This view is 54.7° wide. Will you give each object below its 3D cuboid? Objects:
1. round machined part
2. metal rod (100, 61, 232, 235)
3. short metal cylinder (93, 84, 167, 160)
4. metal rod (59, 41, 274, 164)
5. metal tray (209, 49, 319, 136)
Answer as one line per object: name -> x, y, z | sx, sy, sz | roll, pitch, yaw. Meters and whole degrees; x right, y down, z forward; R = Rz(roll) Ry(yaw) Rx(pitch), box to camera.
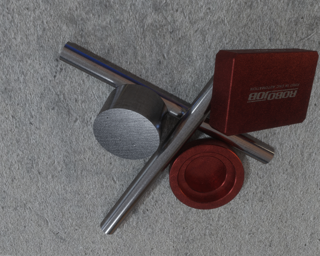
round machined part -> 0.061, 0.059, 0.424 | 0.099, 0.042, 0.097 | 0, 110, 0
metal rod -> 0.003, 0.039, 0.407 | 0.025, 0.025, 0.298 | 32, 113, -11
short metal cylinder -> -0.035, -0.007, 0.381 | 0.080, 0.050, 0.079 | 7, 131, 9
metal rod -> 0.017, -0.028, 0.402 | 0.301, 0.025, 0.025 | 27, 108, -10
metal tray -> 0.123, -0.045, 0.363 | 0.131, 0.030, 0.089 | -8, 113, -27
